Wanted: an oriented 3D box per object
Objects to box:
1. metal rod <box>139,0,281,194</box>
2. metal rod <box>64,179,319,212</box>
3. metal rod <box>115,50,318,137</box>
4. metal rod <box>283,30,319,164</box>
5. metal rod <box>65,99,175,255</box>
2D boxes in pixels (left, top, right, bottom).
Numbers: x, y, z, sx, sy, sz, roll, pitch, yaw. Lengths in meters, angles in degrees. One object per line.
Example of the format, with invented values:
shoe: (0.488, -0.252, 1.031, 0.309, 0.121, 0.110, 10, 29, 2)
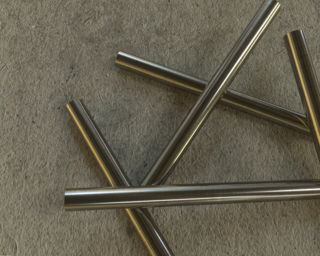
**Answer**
metal rod: (0.067, -0.043, 0.399, 0.025, 0.025, 0.300, 33, 82, 11)
metal rod: (0.046, 0.077, 0.362, 0.302, 0.025, 0.025, -1, 70, -8)
metal rod: (0.081, -0.046, 0.425, 0.301, 0.025, 0.025, 21, 71, 7)
metal rod: (0.203, 0.021, 0.378, 0.025, 0.025, 0.299, -10, 79, -4)
metal rod: (-0.036, 0.088, 0.375, 0.025, 0.025, 0.299, -31, 73, -11)
